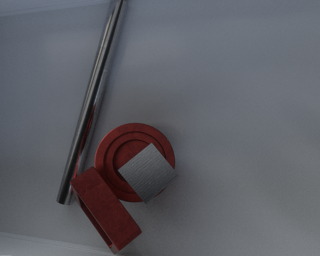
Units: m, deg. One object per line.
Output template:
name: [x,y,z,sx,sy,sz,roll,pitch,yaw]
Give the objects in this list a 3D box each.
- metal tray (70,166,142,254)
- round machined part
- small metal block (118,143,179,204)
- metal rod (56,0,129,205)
metal tray: [-0.068,0.107,0.382,0.030,0.129,0.090,-35,77,-22]
round machined part: [-0.031,0.043,0.400,0.099,0.042,0.097,0,87,-2]
small metal block: [-0.013,0.052,0.367,0.050,0.025,0.050,-39,89,-4]
metal rod: [-0.098,-0.034,0.443,0.025,0.025,0.298,19,96,18]
